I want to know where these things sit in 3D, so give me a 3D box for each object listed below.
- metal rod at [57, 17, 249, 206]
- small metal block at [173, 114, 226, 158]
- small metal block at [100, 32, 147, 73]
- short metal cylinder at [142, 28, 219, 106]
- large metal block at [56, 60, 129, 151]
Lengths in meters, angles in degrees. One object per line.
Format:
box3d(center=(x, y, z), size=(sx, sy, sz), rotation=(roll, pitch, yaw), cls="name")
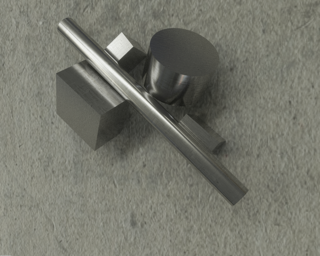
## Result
box3d(center=(-0.018, -0.029, 0.363), size=(0.300, 0.025, 0.025), rotation=(45, 104, 14), cls="metal rod")
box3d(center=(0.049, 0.009, 0.376), size=(0.050, 0.050, 0.025), rotation=(42, 103, 14), cls="small metal block")
box3d(center=(-0.050, -0.095, 0.414), size=(0.050, 0.050, 0.025), rotation=(-40, 78, 15), cls="small metal block")
box3d(center=(0.023, -0.072, 0.366), size=(0.080, 0.080, 0.050), rotation=(41, 144, 15), cls="short metal cylinder")
box3d(center=(-0.090, -0.030, 0.409), size=(0.080, 0.050, 0.080), rotation=(42, 144, 14), cls="large metal block")
